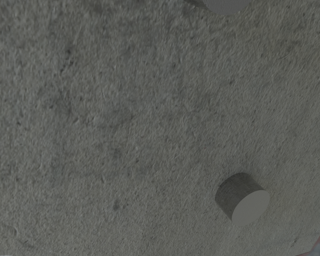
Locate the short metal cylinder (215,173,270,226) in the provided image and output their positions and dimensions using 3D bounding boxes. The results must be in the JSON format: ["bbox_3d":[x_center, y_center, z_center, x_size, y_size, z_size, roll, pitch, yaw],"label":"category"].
[{"bbox_3d":[0.147,0.127,0.552,0.081,0.050,0.079,-14,125,-21],"label":"short metal cylinder"}]

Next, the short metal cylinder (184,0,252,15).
[{"bbox_3d":[0.061,-0.164,0.324,0.081,0.050,0.079,-14,125,-21],"label":"short metal cylinder"}]
